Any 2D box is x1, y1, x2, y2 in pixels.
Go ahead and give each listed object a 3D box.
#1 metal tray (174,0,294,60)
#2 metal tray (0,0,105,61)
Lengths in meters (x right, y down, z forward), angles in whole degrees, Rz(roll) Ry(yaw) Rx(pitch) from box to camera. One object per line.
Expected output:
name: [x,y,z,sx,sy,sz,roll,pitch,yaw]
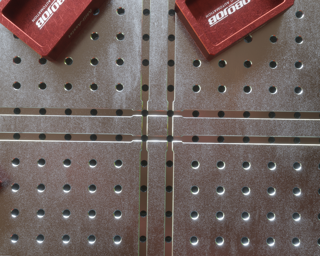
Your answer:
metal tray: [0.096,-0.163,0.411,0.130,0.030,0.090,-33,90,0]
metal tray: [-0.141,-0.166,0.409,0.090,0.030,0.130,39,90,0]
